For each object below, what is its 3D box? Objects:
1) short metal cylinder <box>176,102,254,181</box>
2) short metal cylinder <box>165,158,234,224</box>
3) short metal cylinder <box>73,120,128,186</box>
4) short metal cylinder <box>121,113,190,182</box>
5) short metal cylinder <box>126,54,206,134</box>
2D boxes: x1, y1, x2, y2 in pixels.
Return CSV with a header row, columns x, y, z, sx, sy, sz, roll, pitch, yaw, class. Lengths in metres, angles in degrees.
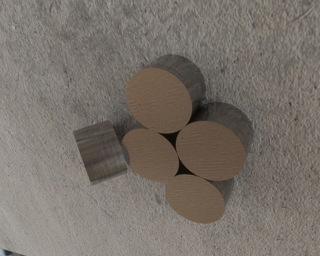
x,y,z,sx,sy,sz,roll,pitch,yaw,class
0.066,0.015,0.367,0.080,0.050,0.079,13,124,21,short metal cylinder
0.054,0.079,0.413,0.080,0.050,0.079,13,124,21,short metal cylinder
-0.083,0.034,0.430,0.080,0.050,0.080,161,90,-76,short metal cylinder
-0.003,0.023,0.408,0.080,0.050,0.079,13,124,21,short metal cylinder
0.008,-0.040,0.363,0.080,0.050,0.079,13,124,21,short metal cylinder
